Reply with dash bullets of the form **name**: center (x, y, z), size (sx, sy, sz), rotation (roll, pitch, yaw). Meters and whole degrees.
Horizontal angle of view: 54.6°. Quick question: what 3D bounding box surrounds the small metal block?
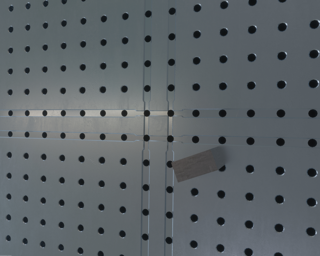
- **small metal block**: center (0.048, 0.044, 0.383), size (0.050, 0.050, 0.025), rotation (-21, 83, 19)
